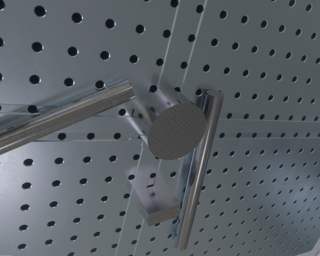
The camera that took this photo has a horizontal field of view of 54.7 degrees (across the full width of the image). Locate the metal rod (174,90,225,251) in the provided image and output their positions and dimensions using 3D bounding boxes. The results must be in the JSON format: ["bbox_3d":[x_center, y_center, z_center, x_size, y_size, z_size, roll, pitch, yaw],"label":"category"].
[{"bbox_3d":[0.056,0.083,0.493,0.025,0.025,0.298,-6,121,-25],"label":"metal rod"}]

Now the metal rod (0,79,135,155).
[{"bbox_3d":[-0.168,0.015,0.328,0.302,0.025,0.025,-24,127,-14],"label":"metal rod"}]

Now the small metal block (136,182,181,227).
[{"bbox_3d":[-0.004,0.113,0.463,0.050,0.050,0.025,-12,124,-22],"label":"small metal block"}]

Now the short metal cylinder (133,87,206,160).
[{"bbox_3d":[0.011,-0.006,0.398,0.081,0.050,0.079,-14,124,-21],"label":"short metal cylinder"}]
